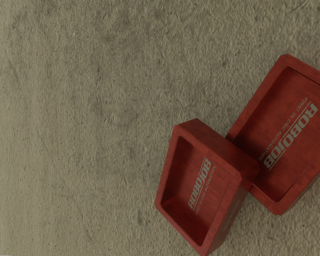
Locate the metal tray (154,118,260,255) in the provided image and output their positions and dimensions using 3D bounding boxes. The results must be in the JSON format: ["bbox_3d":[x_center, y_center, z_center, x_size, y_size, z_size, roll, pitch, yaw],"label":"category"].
[{"bbox_3d":[0.043,0.066,0.339,0.090,0.030,0.129,40,132,34],"label":"metal tray"}]

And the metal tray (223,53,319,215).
[{"bbox_3d":[0.122,0.007,0.300,0.090,0.030,0.129,44,116,31],"label":"metal tray"}]
